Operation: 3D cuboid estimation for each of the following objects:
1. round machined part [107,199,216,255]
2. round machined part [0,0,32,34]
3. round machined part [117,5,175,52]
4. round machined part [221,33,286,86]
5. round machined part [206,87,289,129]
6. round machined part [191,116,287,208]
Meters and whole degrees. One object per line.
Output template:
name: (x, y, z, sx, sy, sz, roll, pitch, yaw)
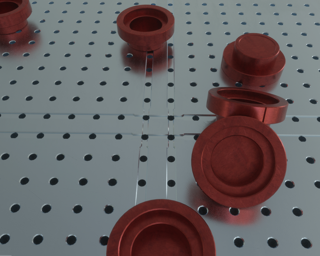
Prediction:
round machined part: (0.001, 0.122, 0.295, 0.099, 0.042, 0.098, 0, 50, 0)
round machined part: (-0.287, -0.210, 0.572, 0.099, 0.042, 0.098, 0, 50, 0)
round machined part: (-0.024, -0.171, 0.540, 0.099, 0.042, 0.098, 0, 50, 0)
round machined part: (0.150, -0.115, 0.494, 0.099, 0.042, 0.098, 0, 50, 0)
round machined part: (0.108, -0.021, 0.396, 0.099, 0.042, 0.098, 5, 20, -2)
round machined part: (0.085, 0.036, 0.346, 0.098, 0.042, 0.097, 0, 90, 7)
